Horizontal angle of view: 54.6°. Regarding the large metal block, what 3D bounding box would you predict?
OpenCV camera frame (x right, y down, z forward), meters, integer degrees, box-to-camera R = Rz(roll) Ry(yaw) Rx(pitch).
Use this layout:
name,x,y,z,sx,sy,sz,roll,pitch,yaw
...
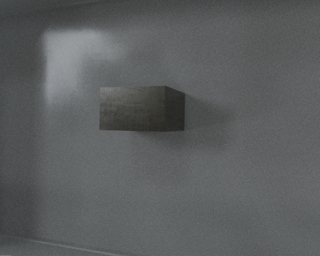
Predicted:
name,x,y,z,sx,sy,sz,roll,pitch,yaw
large metal block,-0.019,-0.022,0.386,0.080,0.080,0.050,1,91,20
